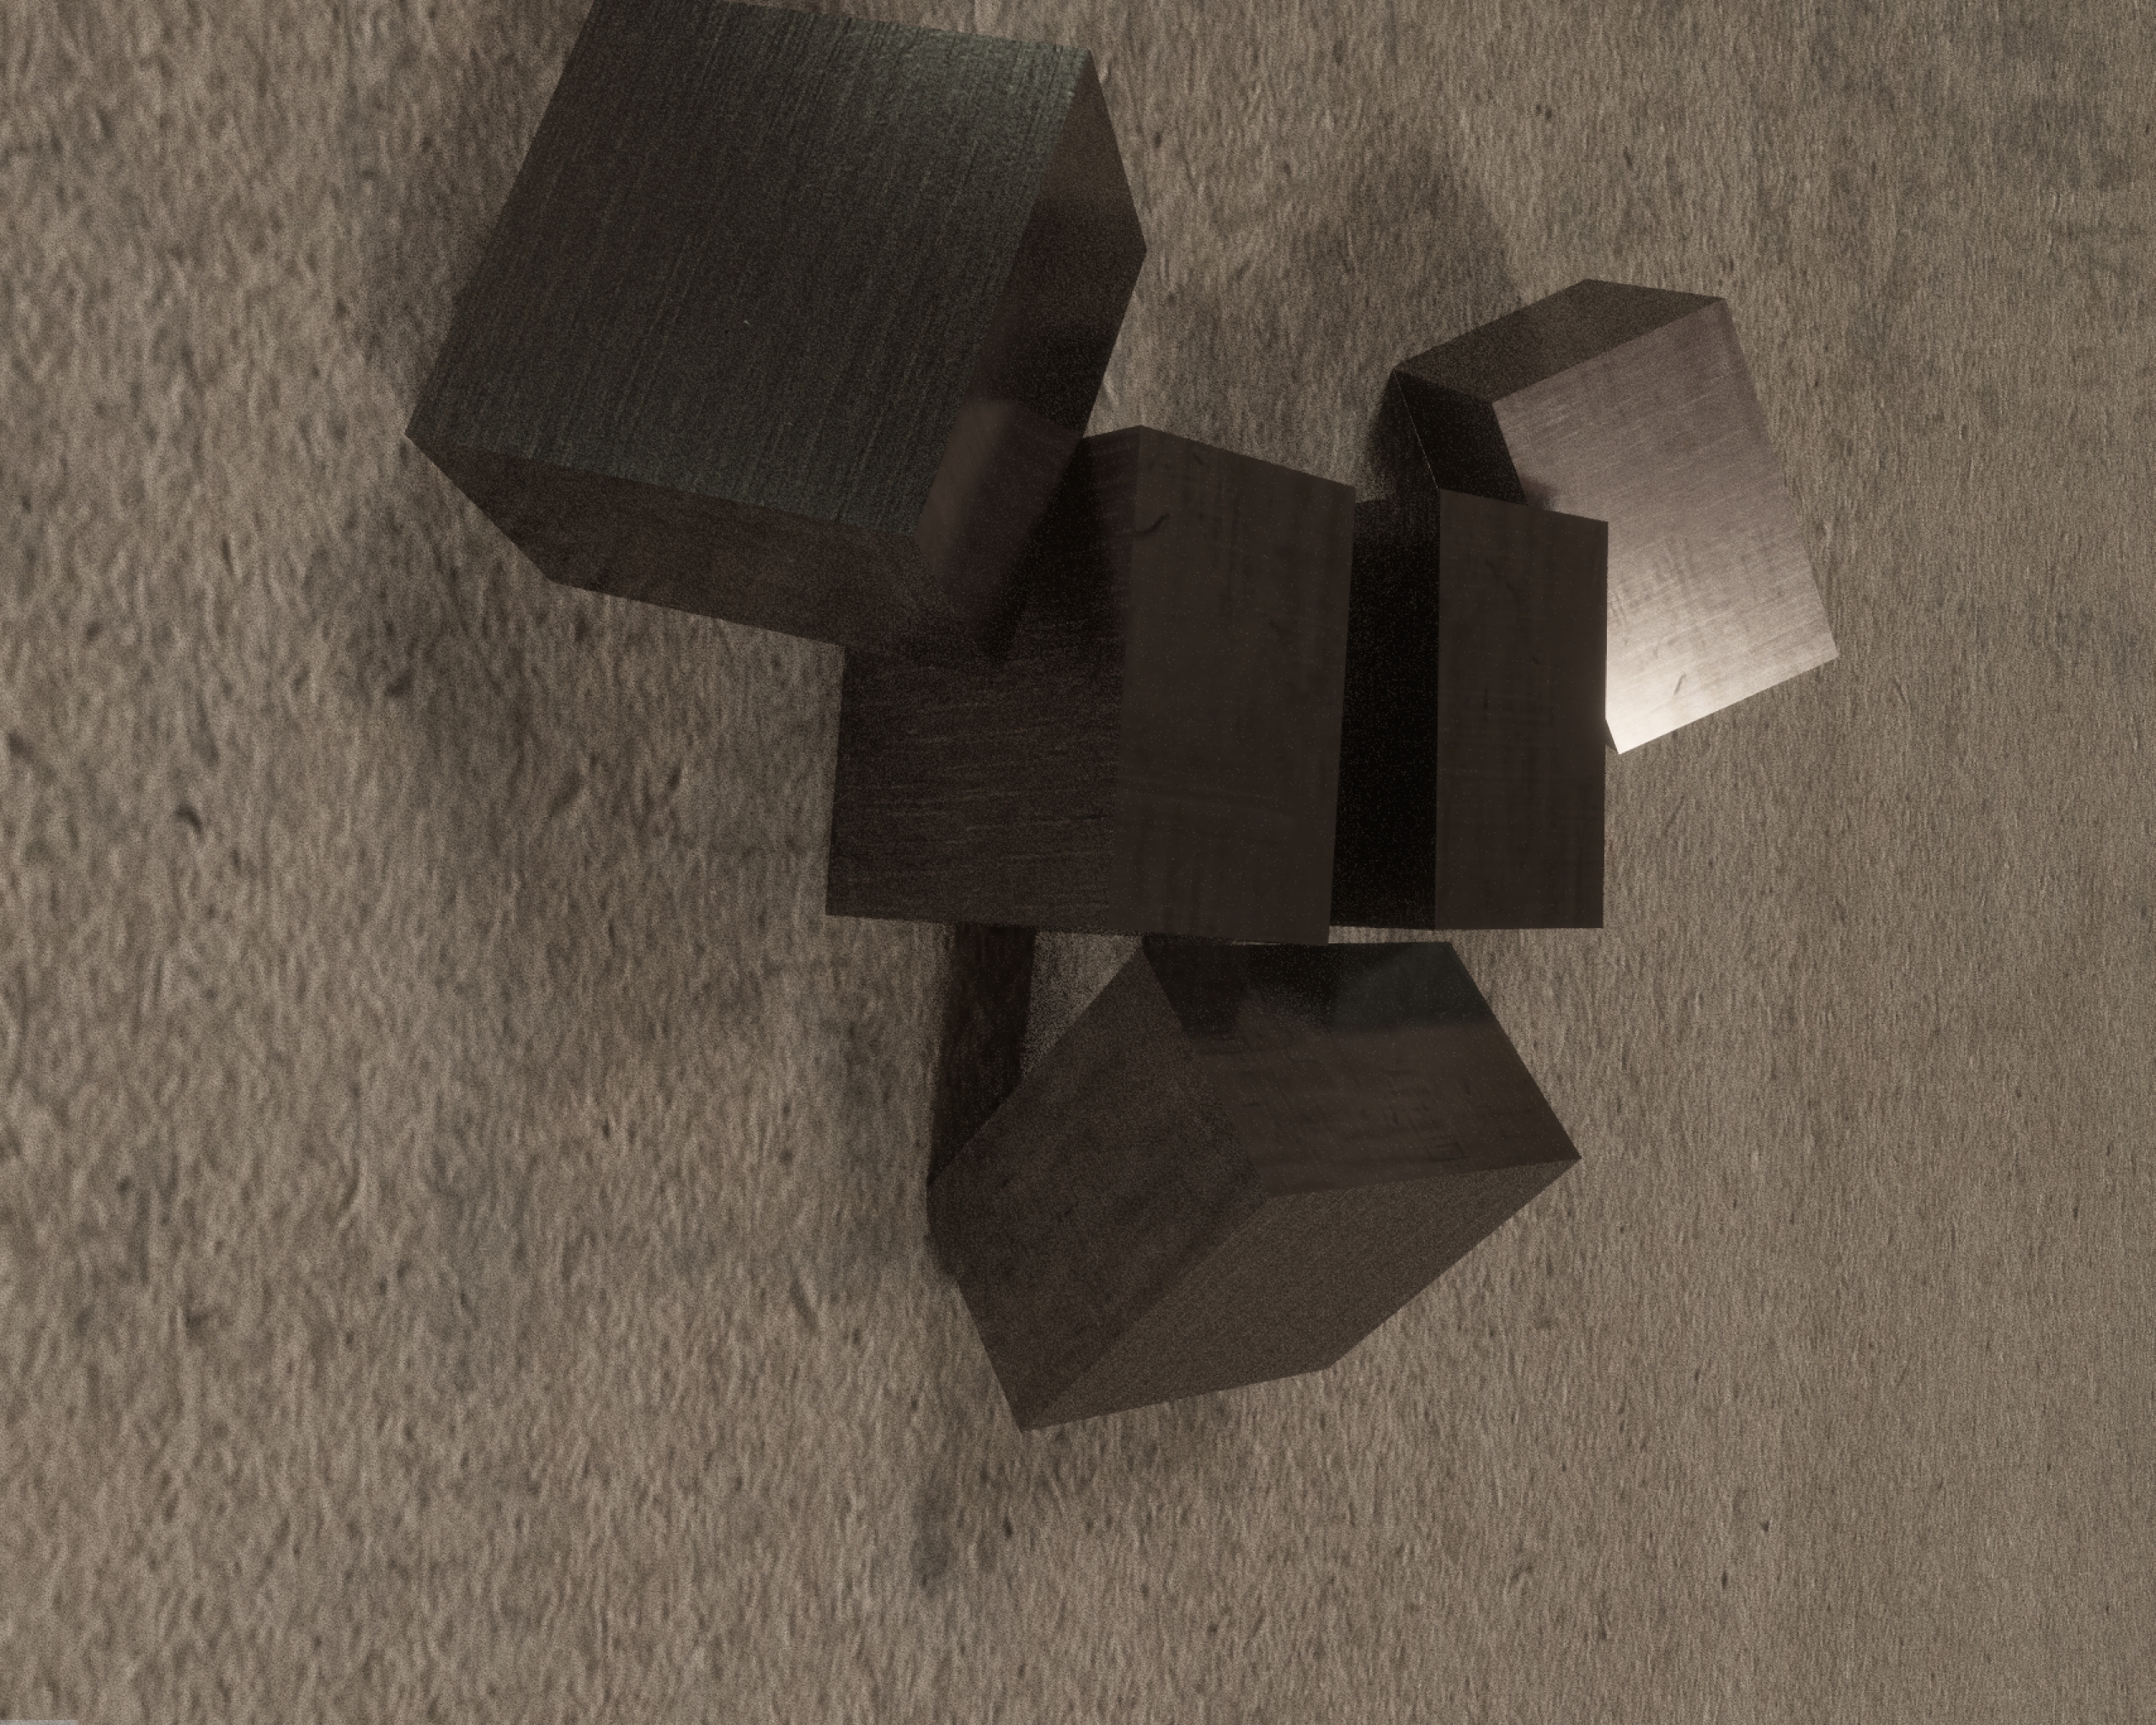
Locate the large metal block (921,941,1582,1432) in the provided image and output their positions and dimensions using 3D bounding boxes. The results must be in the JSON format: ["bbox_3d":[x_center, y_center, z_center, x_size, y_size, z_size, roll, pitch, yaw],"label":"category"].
[{"bbox_3d":[0.031,0.059,0.391,0.081,0.080,0.050,1,50,-40],"label":"large metal block"}]

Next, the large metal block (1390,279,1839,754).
[{"bbox_3d":[0.116,-0.079,0.462,0.050,0.080,0.080,-24,109,2],"label":"large metal block"}]

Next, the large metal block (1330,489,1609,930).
[{"bbox_3d":[0.058,-0.028,0.422,0.050,0.080,0.079,1,90,-40],"label":"large metal block"}]

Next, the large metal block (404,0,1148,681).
[{"bbox_3d":[-0.043,-0.082,0.324,0.050,0.080,0.080,59,47,-69],"label":"large metal block"}]

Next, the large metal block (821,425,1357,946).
[{"bbox_3d":[0.000,-0.028,0.373,0.050,0.080,0.080,6,86,-40],"label":"large metal block"}]
